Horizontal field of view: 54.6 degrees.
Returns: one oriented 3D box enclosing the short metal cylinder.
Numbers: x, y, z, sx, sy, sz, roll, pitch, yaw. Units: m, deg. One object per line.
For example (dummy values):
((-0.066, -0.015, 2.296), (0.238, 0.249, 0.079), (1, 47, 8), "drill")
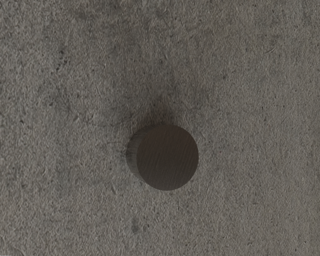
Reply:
((0.002, 0.036, 0.396), (0.081, 0.050, 0.080), (0, 90, -20), "short metal cylinder")
